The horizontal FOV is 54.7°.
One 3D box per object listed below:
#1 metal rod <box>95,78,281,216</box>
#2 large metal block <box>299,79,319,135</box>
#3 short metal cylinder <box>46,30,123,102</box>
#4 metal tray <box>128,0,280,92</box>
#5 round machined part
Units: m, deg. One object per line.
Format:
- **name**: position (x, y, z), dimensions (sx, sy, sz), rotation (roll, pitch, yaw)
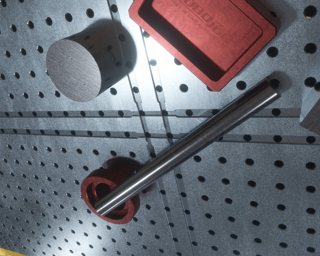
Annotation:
- **metal rod**: position (0.016, 0.039, 0.394), dimensions (0.299, 0.025, 0.025), rotation (-38, 97, 29)
- **large metal block**: position (0.188, -0.025, 0.281), dimensions (0.080, 0.050, 0.079), rotation (29, 128, 9)
- **short metal cylinder**: position (-0.095, -0.079, 0.394), dimensions (0.080, 0.050, 0.079), rotation (13, 124, 20)
- **metal tray**: position (0.042, -0.111, 0.316), dimensions (0.130, 0.030, 0.090), rotation (42, 129, -1)
- **round machined part**: position (-0.075, 0.105, 0.503), dimensions (0.098, 0.042, 0.097), rotation (13, 124, 20)
